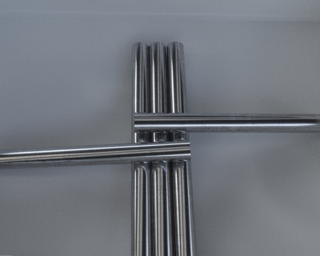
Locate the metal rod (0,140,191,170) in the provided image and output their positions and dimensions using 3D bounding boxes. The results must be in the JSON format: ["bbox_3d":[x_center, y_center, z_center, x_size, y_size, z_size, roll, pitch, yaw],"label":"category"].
[{"bbox_3d":[-0.114,0.035,0.377,0.302,0.025,0.025,-3,70,5],"label":"metal rod"}]

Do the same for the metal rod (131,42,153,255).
[{"bbox_3d":[-0.024,0.023,0.400,0.025,0.025,0.299,-1,70,-1],"label":"metal rod"}]

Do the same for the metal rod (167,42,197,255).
[{"bbox_3d":[0.026,0.022,0.401,0.025,0.025,0.299,-1,70,-1],"label":"metal rod"}]

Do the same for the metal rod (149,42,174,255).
[{"bbox_3d":[0.000,0.022,0.400,0.025,0.025,0.299,-1,70,-1],"label":"metal rod"}]

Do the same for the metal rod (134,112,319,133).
[{"bbox_3d":[0.119,-0.006,0.394,0.302,0.025,0.025,0,70,-7],"label":"metal rod"}]
